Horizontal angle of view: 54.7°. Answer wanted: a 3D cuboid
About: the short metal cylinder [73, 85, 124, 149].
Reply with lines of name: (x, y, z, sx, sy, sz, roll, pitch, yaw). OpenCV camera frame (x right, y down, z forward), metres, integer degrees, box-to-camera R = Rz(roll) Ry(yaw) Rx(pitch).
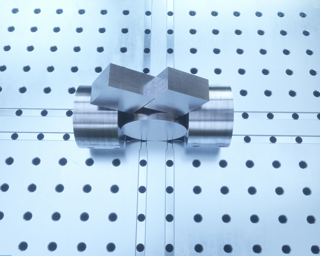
short metal cylinder: (-0.072, -0.014, 0.386, 0.050, 0.080, 0.080, 1, 70, 1)

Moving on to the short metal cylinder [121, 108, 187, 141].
short metal cylinder: (-0.007, -0.019, 0.389, 0.081, 0.080, 0.050, 1, 70, 0)

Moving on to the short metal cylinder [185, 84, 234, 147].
short metal cylinder: (0.059, -0.015, 0.388, 0.050, 0.080, 0.080, 0, 70, 1)

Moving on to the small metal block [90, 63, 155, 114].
small metal block: (-0.040, -0.040, 0.326, 0.050, 0.050, 0.025, 12, 67, -29)

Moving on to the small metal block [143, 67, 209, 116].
small metal block: (0.017, -0.037, 0.330, 0.050, 0.050, 0.025, 12, 67, -29)
